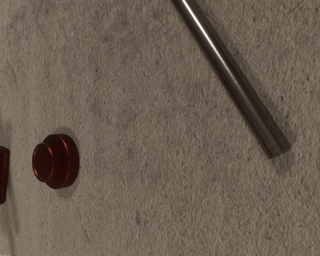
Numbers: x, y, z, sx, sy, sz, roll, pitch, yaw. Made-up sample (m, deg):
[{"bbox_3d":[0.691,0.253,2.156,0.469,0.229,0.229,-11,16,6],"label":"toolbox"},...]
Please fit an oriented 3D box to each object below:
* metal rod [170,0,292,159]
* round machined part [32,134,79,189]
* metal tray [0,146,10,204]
[{"bbox_3d":[0.056,-0.101,0.357,0.025,0.025,0.299,-40,66,32],"label":"metal rod"},{"bbox_3d":[-0.189,0.059,0.547,0.098,0.042,0.097,0,90,39],"label":"round machined part"},{"bbox_3d":[-0.384,0.107,0.674,0.030,0.091,0.129,14,99,39],"label":"metal tray"}]
